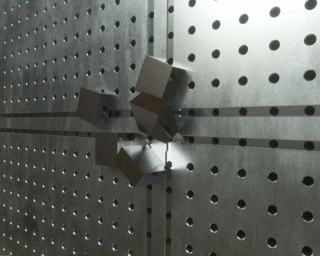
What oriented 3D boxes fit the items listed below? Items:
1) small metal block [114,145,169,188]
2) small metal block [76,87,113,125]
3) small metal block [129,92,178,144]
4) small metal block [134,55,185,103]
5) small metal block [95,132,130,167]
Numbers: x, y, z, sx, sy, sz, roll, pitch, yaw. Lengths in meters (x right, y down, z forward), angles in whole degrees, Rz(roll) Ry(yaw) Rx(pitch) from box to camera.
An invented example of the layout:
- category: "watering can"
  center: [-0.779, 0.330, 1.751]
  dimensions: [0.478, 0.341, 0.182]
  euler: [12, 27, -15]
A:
- category: "small metal block"
  center: [-0.025, 0.049, 0.415]
  dimensions: [0.050, 0.050, 0.025]
  euler: [47, 118, 30]
- category: "small metal block"
  center: [-0.106, -0.036, 0.499]
  dimensions: [0.050, 0.025, 0.050]
  euler: [22, 104, 38]
- category: "small metal block"
  center: [-0.008, -0.014, 0.400]
  dimensions: [0.050, 0.025, 0.050]
  euler: [25, 145, 37]
- category: "small metal block"
  center: [-0.002, -0.064, 0.412]
  dimensions: [0.050, 0.025, 0.050]
  euler: [32, 110, 35]
- category: "small metal block"
  center: [-0.072, 0.032, 0.471]
  dimensions: [0.050, 0.025, 0.050]
  euler: [0, 90, 40]
